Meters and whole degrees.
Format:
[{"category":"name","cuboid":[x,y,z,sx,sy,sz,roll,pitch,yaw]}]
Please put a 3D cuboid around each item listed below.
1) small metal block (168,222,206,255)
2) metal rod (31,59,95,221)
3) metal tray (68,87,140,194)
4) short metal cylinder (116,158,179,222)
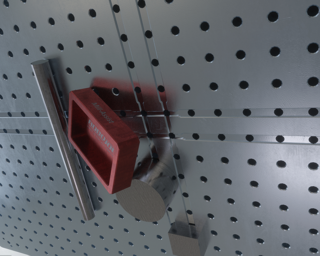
[{"category":"small metal block","cuboid":[0.045,0.184,0.501,0.050,0.025,0.050,3,120,27]},{"category":"metal rod","cuboid":[-0.153,0.036,0.513,0.025,0.025,0.298,6,121,25]},{"category":"metal tray","cuboid":[-0.083,0.015,0.424,0.130,0.030,0.089,43,135,34]},{"category":"short metal cylinder","cuboid":[-0.019,0.092,0.462,0.080,0.050,0.079,13,124,20]}]
